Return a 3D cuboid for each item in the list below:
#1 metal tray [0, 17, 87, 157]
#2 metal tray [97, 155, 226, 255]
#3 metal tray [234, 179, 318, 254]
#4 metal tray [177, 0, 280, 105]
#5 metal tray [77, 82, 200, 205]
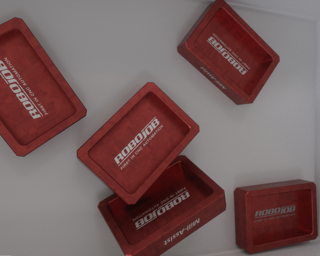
[{"bbox_3d":[-0.157,-0.044,0.349,0.090,0.030,0.130,-37,102,-16],"label":"metal tray"},{"bbox_3d":[0.002,0.094,0.375,0.131,0.090,0.030,-28,129,-18],"label":"metal tray"},{"bbox_3d":[0.179,0.131,0.473,0.131,0.030,0.089,-3,91,-20],"label":"metal tray"},{"bbox_3d":[0.101,-0.106,0.444,0.130,0.030,0.090,38,78,-16],"label":"metal tray"},{"bbox_3d":[-0.025,0.018,0.383,0.090,0.030,0.130,44,72,-2],"label":"metal tray"}]
